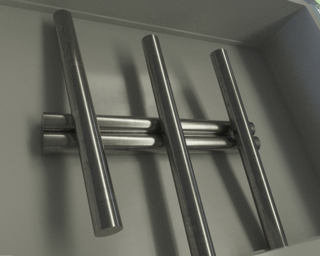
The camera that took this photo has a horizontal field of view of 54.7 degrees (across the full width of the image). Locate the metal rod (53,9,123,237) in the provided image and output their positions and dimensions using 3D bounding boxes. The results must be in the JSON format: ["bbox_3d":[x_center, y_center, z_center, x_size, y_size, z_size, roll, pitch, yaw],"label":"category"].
[{"bbox_3d":[-0.088,-0.031,0.345,0.025,0.025,0.299,-1,54,-29],"label":"metal rod"}]

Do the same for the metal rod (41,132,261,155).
[{"bbox_3d":[0.009,0.020,0.398,0.303,0.025,0.025,2,61,-28],"label":"metal rod"}]

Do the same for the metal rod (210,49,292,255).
[{"bbox_3d":[0.120,0.028,0.425,0.025,0.025,0.299,-4,72,-30],"label":"metal rod"}]

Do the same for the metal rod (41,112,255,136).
[{"bbox_3d":[0.005,-0.001,0.409,0.303,0.025,0.025,2,61,-28],"label":"metal rod"}]

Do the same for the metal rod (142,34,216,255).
[{"bbox_3d":[0.016,0.007,0.378,0.025,0.025,0.299,1,61,-28],"label":"metal rod"}]
